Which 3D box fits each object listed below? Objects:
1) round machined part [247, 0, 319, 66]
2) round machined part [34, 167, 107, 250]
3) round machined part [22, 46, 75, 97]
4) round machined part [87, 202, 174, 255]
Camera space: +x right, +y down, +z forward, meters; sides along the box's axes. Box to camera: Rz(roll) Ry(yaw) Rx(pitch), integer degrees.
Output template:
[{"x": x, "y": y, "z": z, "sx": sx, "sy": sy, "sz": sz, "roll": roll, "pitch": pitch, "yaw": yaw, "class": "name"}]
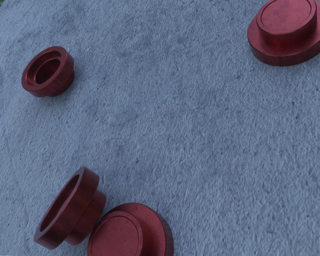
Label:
[{"x": 0.159, "y": -0.129, "z": 0.389, "sx": 0.098, "sy": 0.042, "sz": 0.098, "roll": -13, "pitch": 56, "yaw": 21, "class": "round machined part"}, {"x": -0.100, "y": 0.098, "z": 0.366, "sx": 0.098, "sy": 0.042, "sz": 0.098, "roll": -47, "pitch": 17, "yaw": 20, "class": "round machined part"}, {"x": -0.193, "y": -0.095, "z": 0.553, "sx": 0.098, "sy": 0.042, "sz": 0.098, "roll": -13, "pitch": 56, "yaw": 21, "class": "round machined part"}, {"x": -0.038, "y": 0.128, "z": 0.335, "sx": 0.098, "sy": 0.042, "sz": 0.098, "roll": -13, "pitch": 56, "yaw": 21, "class": "round machined part"}]
